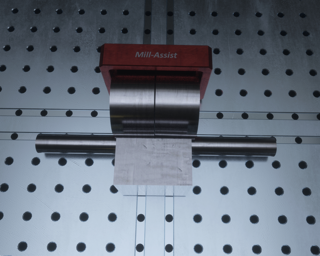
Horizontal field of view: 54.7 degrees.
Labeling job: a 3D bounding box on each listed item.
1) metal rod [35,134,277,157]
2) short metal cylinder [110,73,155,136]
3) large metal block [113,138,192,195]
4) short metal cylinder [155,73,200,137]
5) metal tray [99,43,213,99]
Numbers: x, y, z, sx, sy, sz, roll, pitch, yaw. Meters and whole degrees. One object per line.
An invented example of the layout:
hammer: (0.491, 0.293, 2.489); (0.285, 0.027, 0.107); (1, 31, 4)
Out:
metal rod: (-0.005, 0.022, 0.399); (0.302, 0.025, 0.025); (1, 70, 0)
short metal cylinder: (-0.032, -0.030, 0.390); (0.050, 0.080, 0.080); (1, 70, 0)
large metal block: (-0.007, 0.048, 0.360); (0.081, 0.080, 0.050); (1, 70, 0)
short metal cylinder: (0.020, -0.029, 0.390); (0.050, 0.080, 0.080); (2, 70, 0)
metal tray: (-0.004, -0.069, 0.398); (0.131, 0.090, 0.030); (1, 70, 0)
